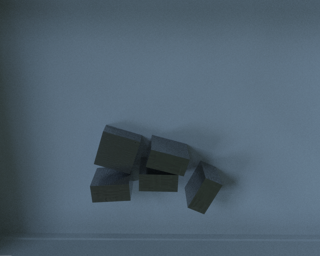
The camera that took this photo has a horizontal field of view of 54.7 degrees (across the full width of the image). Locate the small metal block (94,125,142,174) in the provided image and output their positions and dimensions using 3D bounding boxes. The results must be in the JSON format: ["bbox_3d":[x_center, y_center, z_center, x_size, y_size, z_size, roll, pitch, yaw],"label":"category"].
[{"bbox_3d":[-0.057,0.029,0.421,0.050,0.025,0.050,17,109,-7],"label":"small metal block"}]

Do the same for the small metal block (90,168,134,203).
[{"bbox_3d":[-0.064,0.076,0.425,0.050,0.050,0.025,-3,110,1],"label":"small metal block"}]

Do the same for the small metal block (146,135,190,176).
[{"bbox_3d":[0.010,0.036,0.411,0.050,0.050,0.025,15,109,-6],"label":"small metal block"}]

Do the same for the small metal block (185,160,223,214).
[{"bbox_3d":[0.059,0.081,0.429,0.025,0.050,0.050,24,108,-9],"label":"small metal block"}]

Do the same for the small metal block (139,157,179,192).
[{"bbox_3d":[-0.002,0.062,0.421,0.050,0.050,0.025,2,110,-1],"label":"small metal block"}]
